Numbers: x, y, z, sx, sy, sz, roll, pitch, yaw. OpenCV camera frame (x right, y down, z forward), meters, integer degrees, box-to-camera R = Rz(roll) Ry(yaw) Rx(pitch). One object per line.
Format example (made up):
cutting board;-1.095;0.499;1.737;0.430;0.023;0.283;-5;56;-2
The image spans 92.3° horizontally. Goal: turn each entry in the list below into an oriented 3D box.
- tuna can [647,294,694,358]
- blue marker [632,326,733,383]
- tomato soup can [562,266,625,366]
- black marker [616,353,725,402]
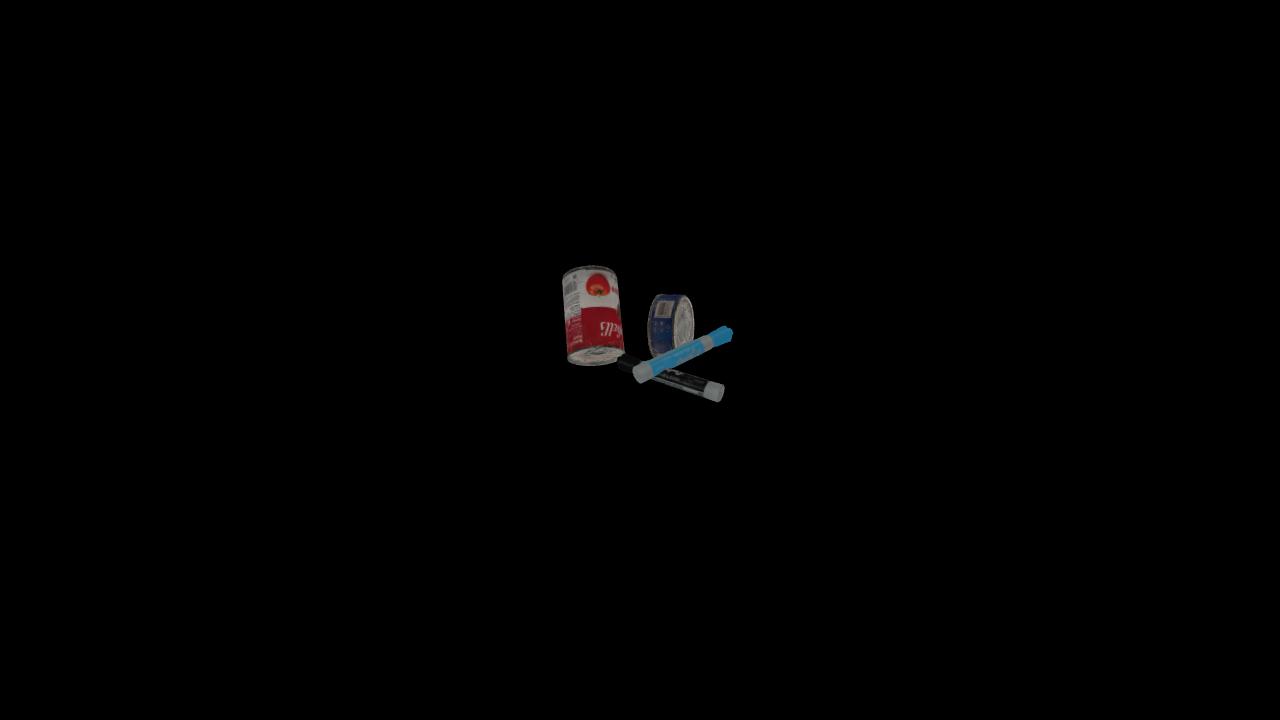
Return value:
tuna can;0.039;-0.039;0.750;0.034;0.084;0.084;3;1;22
blue marker;0.048;-0.008;0.651;0.121;0.020;0.020;-25;9;-20
tomato soup can;-0.055;-0.051;0.716;0.068;0.101;0.068;-6;-17;-2
black marker;0.029;0.017;0.639;0.121;0.020;0.020;18;8;25
